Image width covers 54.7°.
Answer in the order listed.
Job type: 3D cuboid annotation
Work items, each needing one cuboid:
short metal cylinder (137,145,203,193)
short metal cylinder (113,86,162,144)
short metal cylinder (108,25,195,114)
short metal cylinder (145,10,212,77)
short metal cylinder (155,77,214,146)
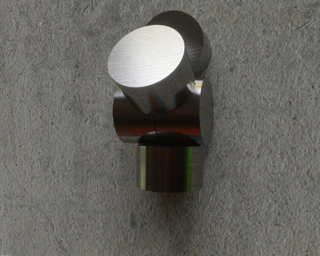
[{"bbox_3d":[0.012,0.045,0.376,0.080,0.080,0.050,0,90,19],"label":"short metal cylinder"},{"bbox_3d":[-0.017,-0.020,0.387,0.050,0.080,0.079,1,90,19],"label":"short metal cylinder"},{"bbox_3d":[-0.008,-0.061,0.329,0.080,0.050,0.080,-8,59,14],"label":"short metal cylinder"},{"bbox_3d":[0.020,-0.099,0.390,0.080,0.050,0.079,0,90,19],"label":"short metal cylinder"},{"bbox_3d":[0.032,-0.019,0.369,0.050,0.080,0.079,0,90,20],"label":"short metal cylinder"}]
